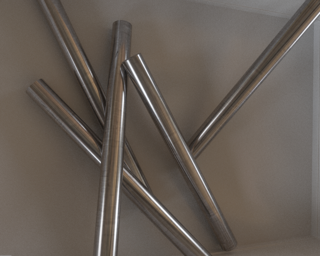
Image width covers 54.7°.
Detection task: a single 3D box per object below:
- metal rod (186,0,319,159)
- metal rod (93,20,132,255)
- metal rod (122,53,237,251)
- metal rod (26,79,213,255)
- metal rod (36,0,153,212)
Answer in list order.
[{"bbox_3d":[0.129,-0.076,0.394,0.025,0.025,0.299,34,104,-17],"label":"metal rod"},{"bbox_3d":[-0.052,0.013,0.353,0.025,0.025,0.299,8,73,-20],"label":"metal rod"},{"bbox_3d":[0.034,0.044,0.404,0.025,0.025,0.299,-34,109,-17],"label":"metal rod"},{"bbox_3d":[-0.044,0.061,0.373,0.025,0.025,0.300,-44,96,-15],"label":"metal rod"},{"bbox_3d":[-0.075,-0.029,0.383,0.025,0.025,0.299,-28,99,-18],"label":"metal rod"}]
